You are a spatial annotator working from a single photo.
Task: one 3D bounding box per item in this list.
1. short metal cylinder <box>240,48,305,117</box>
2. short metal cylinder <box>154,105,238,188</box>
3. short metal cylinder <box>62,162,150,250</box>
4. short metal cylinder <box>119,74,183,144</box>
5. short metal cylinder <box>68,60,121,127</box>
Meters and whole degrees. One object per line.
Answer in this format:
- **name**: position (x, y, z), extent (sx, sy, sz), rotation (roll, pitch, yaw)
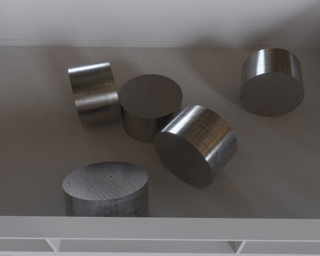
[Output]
- **short metal cylinder**: position (0.151, -0.061, 0.423), extent (0.080, 0.080, 0.050), rotation (9, 51, 7)
- **short metal cylinder**: position (0.040, 0.021, 0.352), extent (0.080, 0.080, 0.050), rotation (32, 57, 24)
- **short metal cylinder**: position (-0.051, 0.072, 0.305), extent (0.081, 0.050, 0.080), rotation (-1, 18, 0)
- **short metal cylinder**: position (-0.012, -0.026, 0.411), extent (0.081, 0.050, 0.080), rotation (0, 50, 0)
- **short metal cylinder**: position (-0.085, -0.045, 0.406), extent (0.050, 0.080, 0.080), rotation (-13, 51, -11)
